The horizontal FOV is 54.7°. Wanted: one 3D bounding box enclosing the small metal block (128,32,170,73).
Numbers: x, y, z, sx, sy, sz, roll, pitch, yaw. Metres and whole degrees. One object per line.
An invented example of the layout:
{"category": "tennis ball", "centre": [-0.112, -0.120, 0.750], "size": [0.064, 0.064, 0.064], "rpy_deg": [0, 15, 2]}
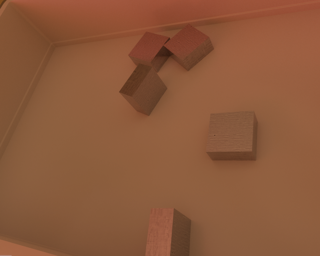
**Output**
{"category": "small metal block", "centre": [-0.013, -0.119, 0.484], "size": [0.050, 0.025, 0.050], "rpy_deg": [26, 76, 37]}

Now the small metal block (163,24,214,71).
{"category": "small metal block", "centre": [0.042, -0.119, 0.456], "size": [0.050, 0.025, 0.050], "rpy_deg": [-41, 51, 0]}

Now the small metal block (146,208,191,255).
{"category": "small metal block", "centre": [0.010, 0.113, 0.314], "size": [0.025, 0.050, 0.050], "rpy_deg": [-8, 59, 24]}

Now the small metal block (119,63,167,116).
{"category": "small metal block", "centre": [-0.022, -0.053, 0.432], "size": [0.025, 0.050, 0.050], "rpy_deg": [23, 74, 36]}

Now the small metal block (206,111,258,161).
{"category": "small metal block", "centre": [0.083, 0.009, 0.356], "size": [0.050, 0.025, 0.050], "rpy_deg": [-3, 60, 26]}
